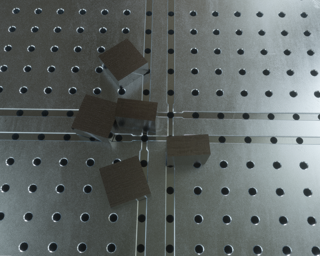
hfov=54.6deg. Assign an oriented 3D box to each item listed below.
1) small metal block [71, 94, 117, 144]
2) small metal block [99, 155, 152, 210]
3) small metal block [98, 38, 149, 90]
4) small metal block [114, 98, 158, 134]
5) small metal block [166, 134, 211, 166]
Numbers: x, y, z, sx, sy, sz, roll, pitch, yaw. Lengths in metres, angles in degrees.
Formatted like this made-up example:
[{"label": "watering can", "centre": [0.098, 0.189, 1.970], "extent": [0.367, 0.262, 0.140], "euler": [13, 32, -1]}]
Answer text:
[{"label": "small metal block", "centre": [-0.083, -0.012, 0.416], "extent": [0.050, 0.025, 0.050], "euler": [16, 71, 6]}, {"label": "small metal block", "centre": [-0.043, 0.068, 0.387], "extent": [0.050, 0.025, 0.050], "euler": [-19, 71, -7]}, {"label": "small metal block", "centre": [-0.052, -0.092, 0.445], "extent": [0.050, 0.025, 0.050], "euler": [-36, 74, -12]}, {"label": "small metal block", "centre": [-0.029, -0.015, 0.404], "extent": [0.050, 0.050, 0.025], "euler": [7, 70, 2]}, {"label": "small metal block", "centre": [0.034, 0.029, 0.388], "extent": [0.050, 0.050, 0.025], "euler": [-3, 70, -1]}]
